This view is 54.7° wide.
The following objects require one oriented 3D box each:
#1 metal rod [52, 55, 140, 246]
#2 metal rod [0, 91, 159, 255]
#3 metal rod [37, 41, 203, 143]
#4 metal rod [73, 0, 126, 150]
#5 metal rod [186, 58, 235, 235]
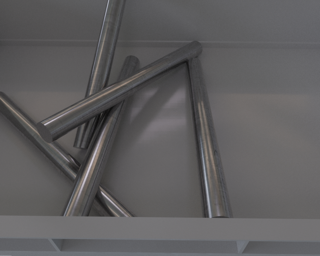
[{"bbox_3d":[-0.064,-0.003,0.384,0.025,0.025,0.300,6,44,5],"label":"metal rod"},{"bbox_3d":[-0.119,0.038,0.371,0.300,0.025,0.025,36,59,26],"label":"metal rod"},{"bbox_3d":[-0.030,-0.064,0.420,0.025,0.025,0.302,31,45,23],"label":"metal rod"},{"bbox_3d":[-0.070,-0.118,0.416,0.025,0.025,0.299,9,78,7],"label":"metal rod"},{"bbox_3d":[0.050,-0.011,0.370,0.025,0.025,0.300,1,37,1],"label":"metal rod"}]
